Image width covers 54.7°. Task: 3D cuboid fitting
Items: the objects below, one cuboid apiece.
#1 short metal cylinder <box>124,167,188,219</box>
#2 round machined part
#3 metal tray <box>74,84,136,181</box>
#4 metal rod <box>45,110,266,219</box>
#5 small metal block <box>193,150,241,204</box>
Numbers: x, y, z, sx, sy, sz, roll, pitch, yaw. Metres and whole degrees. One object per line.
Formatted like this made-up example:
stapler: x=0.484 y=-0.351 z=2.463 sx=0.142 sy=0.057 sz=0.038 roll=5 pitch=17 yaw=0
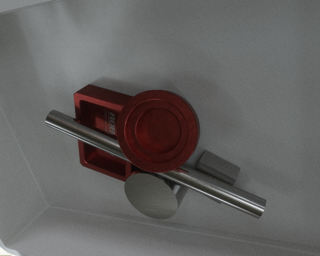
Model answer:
short metal cylinder: x=-0.003 y=0.082 z=0.440 sx=0.080 sy=0.050 sz=0.079 roll=13 pitch=124 yaw=20
round machined part: x=0.000 y=0.002 z=0.380 sx=0.098 sy=0.042 sz=0.097 roll=2 pitch=97 yaw=14
metal tray: x=-0.073 y=0.010 z=0.445 sx=0.090 sy=0.030 sz=0.129 roll=17 pitch=125 yaw=18
metal rod: x=-0.014 y=0.042 z=0.401 sx=0.301 sy=0.025 sz=0.025 roll=22 pitch=127 yaw=11
small metal block: x=0.070 y=0.065 z=0.409 sx=0.050 sy=0.025 sz=0.050 roll=28 pitch=128 yaw=10
